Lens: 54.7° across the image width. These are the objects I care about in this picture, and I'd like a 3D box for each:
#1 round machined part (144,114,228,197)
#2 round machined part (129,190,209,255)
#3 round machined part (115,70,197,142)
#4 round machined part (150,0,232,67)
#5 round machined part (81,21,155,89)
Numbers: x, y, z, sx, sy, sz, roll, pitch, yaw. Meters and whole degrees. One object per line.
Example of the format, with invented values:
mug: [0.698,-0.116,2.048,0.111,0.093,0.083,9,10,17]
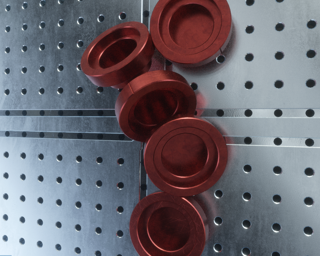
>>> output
round machined part: [0.029,0.030,0.379,0.099,0.042,0.097,-1,105,-5]
round machined part: [0.014,0.127,0.398,0.098,0.042,0.097,0,90,19]
round machined part: [-0.008,-0.031,0.384,0.098,0.098,0.042,-40,47,15]
round machined part: [0.040,-0.124,0.387,0.098,0.042,0.097,0,89,16]
round machined part: [-0.050,-0.090,0.404,0.098,0.042,0.098,-15,49,19]
